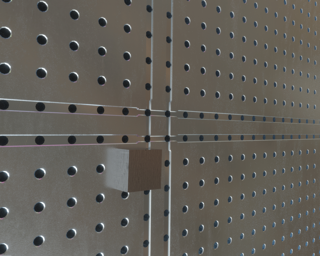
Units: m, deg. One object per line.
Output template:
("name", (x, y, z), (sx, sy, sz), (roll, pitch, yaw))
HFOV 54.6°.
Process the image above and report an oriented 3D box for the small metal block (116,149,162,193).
("small metal block", (-0.025, 0.051, 0.387), (0.050, 0.025, 0.050), (3, 88, -40))
